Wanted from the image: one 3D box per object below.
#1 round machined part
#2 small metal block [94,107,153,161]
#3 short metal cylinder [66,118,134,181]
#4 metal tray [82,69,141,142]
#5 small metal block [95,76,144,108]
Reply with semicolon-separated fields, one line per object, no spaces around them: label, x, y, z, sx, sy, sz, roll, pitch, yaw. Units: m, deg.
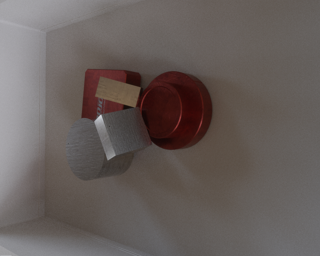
round machined part;0.011;-0.022;0.382;0.098;0.042;0.097;0;90;39
small metal block;-0.044;0.006;0.372;0.025;0.050;0.050;-33;76;55
short metal cylinder;-0.081;0.027;0.413;0.080;0.050;0.079;0;90;39
metal tray;-0.076;-0.020;0.459;0.090;0.030;0.129;10;96;39
small metal block;-0.049;-0.045;0.393;0.050;0.050;0.025;16;96;1
